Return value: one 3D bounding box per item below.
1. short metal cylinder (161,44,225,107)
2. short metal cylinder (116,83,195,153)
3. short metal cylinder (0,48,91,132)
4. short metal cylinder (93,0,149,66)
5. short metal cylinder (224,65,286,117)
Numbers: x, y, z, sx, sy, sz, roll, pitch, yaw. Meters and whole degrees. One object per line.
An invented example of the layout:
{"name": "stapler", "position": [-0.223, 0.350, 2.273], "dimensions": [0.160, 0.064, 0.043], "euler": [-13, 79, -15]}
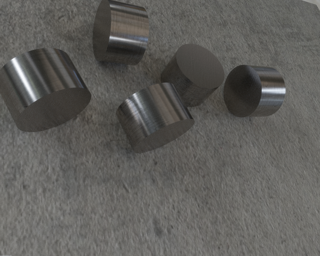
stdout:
{"name": "short metal cylinder", "position": [0.048, -0.078, 0.464], "dimensions": [0.081, 0.050, 0.080], "euler": [14, 56, -21]}
{"name": "short metal cylinder", "position": [-0.006, -0.011, 0.374], "dimensions": [0.081, 0.080, 0.050], "euler": [-16, 71, -35]}
{"name": "short metal cylinder", "position": [-0.121, -0.038, 0.327], "dimensions": [0.081, 0.080, 0.050], "euler": [-22, 74, -36]}
{"name": "short metal cylinder", "position": [-0.055, -0.128, 0.418], "dimensions": [0.050, 0.080, 0.080], "euler": [2, 61, -28]}
{"name": "short metal cylinder", "position": [0.146, -0.057, 0.484], "dimensions": [0.050, 0.080, 0.080], "euler": [-3, 63, -30]}
